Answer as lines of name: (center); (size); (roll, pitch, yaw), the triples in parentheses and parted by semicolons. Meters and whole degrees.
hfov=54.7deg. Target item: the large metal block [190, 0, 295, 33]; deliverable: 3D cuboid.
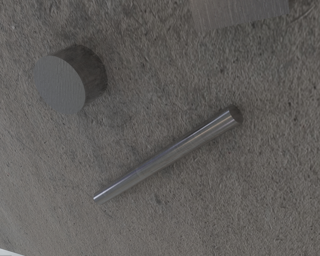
large metal block: (0.068, -0.136, 0.270); (0.080, 0.050, 0.080); (-3, 117, 29)

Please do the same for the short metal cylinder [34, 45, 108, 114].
short metal cylinder: (-0.118, -0.065, 0.413); (0.080, 0.050, 0.079); (13, 124, 21)

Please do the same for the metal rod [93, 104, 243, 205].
metal rod: (-0.009, 0.052, 0.443); (0.025, 0.025, 0.299); (49, 129, -7)
